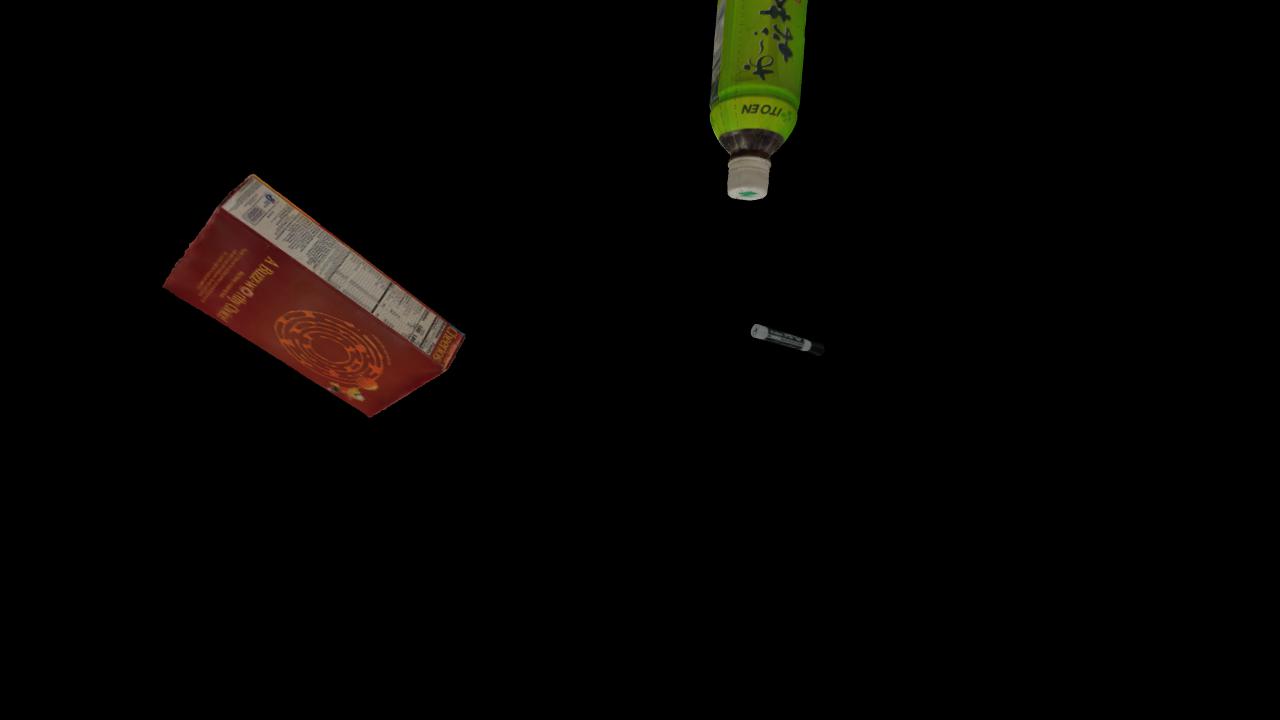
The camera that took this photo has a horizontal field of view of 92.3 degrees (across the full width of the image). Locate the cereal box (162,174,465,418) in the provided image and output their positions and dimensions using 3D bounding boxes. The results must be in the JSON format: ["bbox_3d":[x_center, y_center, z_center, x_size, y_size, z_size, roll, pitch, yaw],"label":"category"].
[{"bbox_3d":[-0.410,-0.062,0.791,0.203,0.081,0.306,-26,-54,35],"label":"cereal box"}]

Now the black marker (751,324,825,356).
[{"bbox_3d":[0.205,-0.026,0.841,0.121,0.020,0.020,13,-6,-26],"label":"black marker"}]

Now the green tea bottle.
[{"bbox_3d":[0.090,-0.231,0.477,0.073,0.212,0.073,6,-1,0],"label":"green tea bottle"}]
